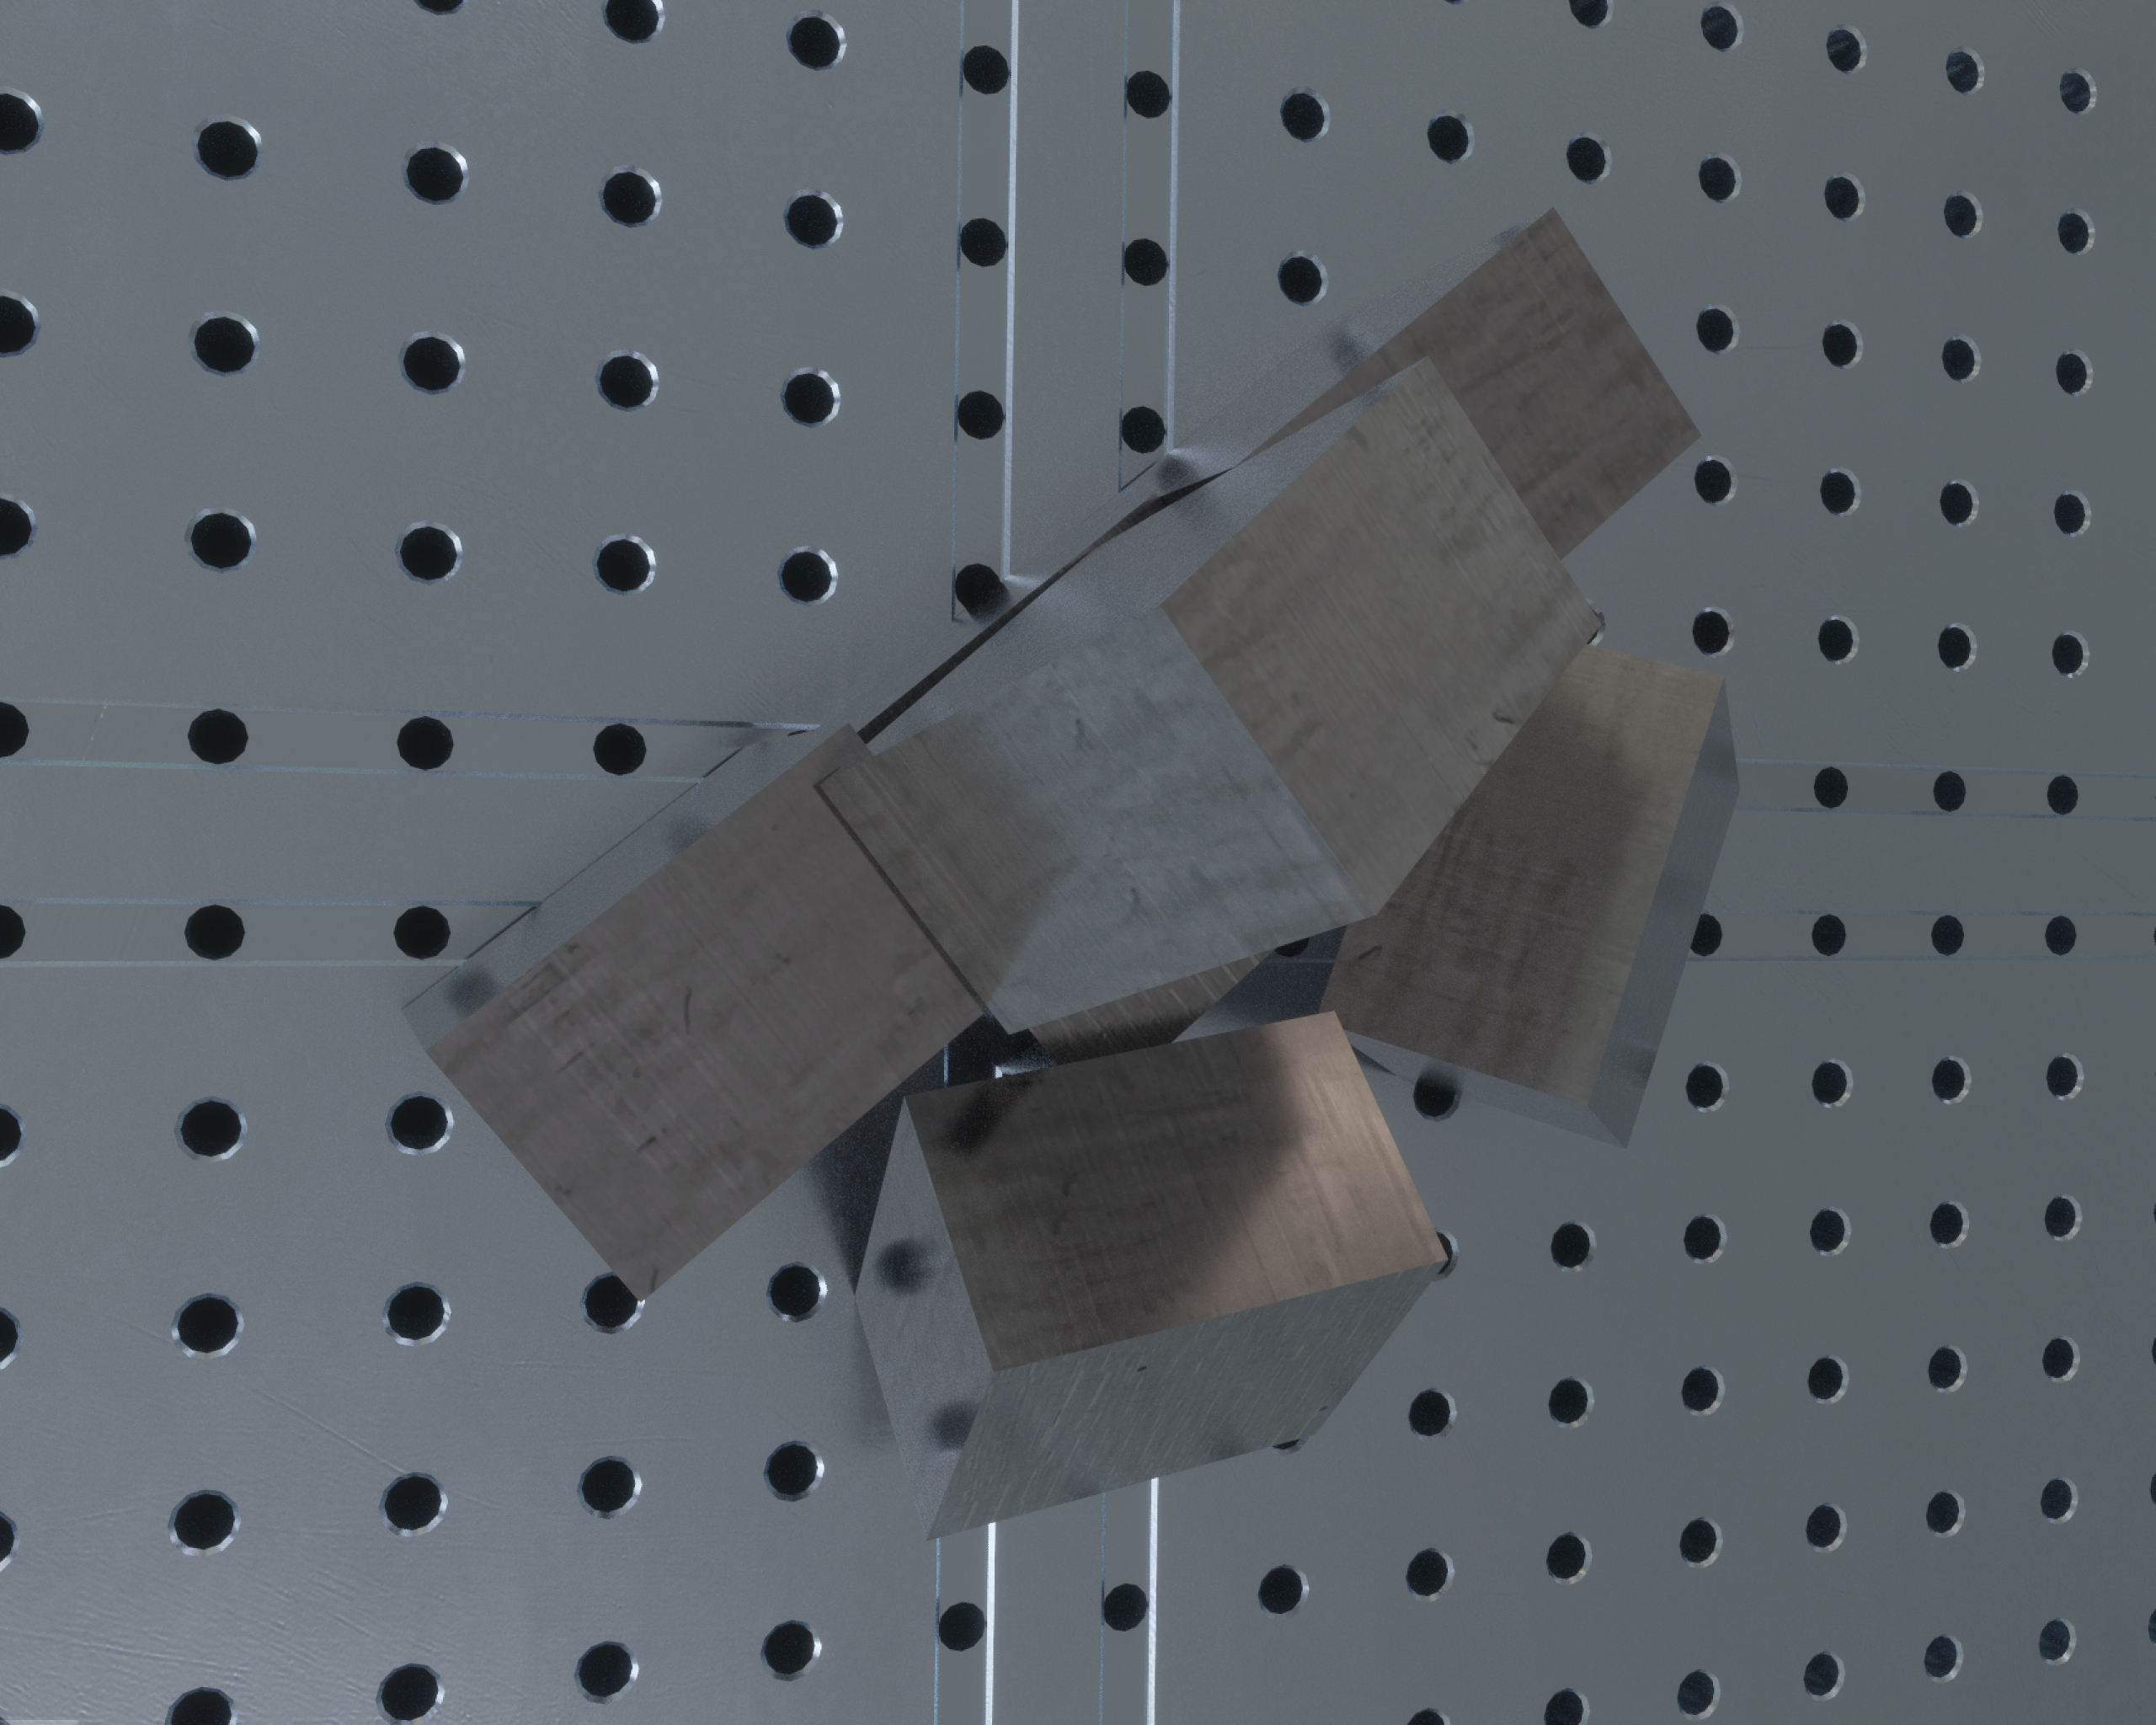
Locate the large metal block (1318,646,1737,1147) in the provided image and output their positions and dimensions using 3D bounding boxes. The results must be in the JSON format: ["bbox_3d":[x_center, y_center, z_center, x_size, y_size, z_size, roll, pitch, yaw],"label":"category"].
[{"bbox_3d":[0.091,0.007,0.409,0.050,0.080,0.080,17,83,22],"label":"large metal block"}]

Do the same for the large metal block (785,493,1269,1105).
[{"bbox_3d":[0.000,-0.011,0.400,0.080,0.050,0.080,-41,103,-15],"label":"large metal block"}]

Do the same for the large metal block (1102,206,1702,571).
[{"bbox_3d":[0.056,-0.073,0.404,0.080,0.080,0.050,-41,104,-15],"label":"large metal block"}]

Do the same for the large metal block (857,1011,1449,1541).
[{"bbox_3d":[0.009,0.076,0.379,0.081,0.080,0.050,-9,57,-20],"label":"large metal block"}]

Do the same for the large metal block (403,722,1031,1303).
[{"bbox_3d":[-0.065,0.022,0.358,0.080,0.080,0.050,-40,103,-16],"label":"large metal block"}]

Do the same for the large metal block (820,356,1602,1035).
[{"bbox_3d":[0.021,-0.025,0.324,0.050,0.080,0.080,54,49,-12],"label":"large metal block"}]
